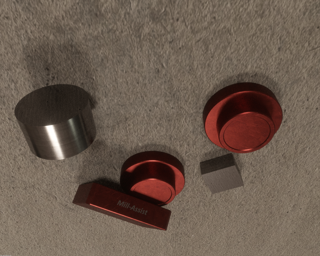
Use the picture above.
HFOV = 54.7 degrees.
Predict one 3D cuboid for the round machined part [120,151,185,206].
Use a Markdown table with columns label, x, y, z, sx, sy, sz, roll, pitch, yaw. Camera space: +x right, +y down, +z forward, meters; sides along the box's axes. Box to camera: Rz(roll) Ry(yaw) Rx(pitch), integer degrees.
| label | x | y | z | sx | sy | sz | roll | pitch | yaw |
| --- | --- | --- | --- | --- | --- | --- | --- | --- | --- |
| round machined part | -0.011 | 0.083 | 0.467 | 0.099 | 0.042 | 0.097 | -1 | 130 | 0 |

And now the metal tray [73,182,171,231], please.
| label | x | y | z | sx | sy | sz | roll | pitch | yaw |
| --- | --- | --- | --- | --- | --- | --- | --- | --- | --- |
| metal tray | -0.060 | 0.123 | 0.479 | 0.131 | 0.030 | 0.090 | 26 | 157 | -21 |

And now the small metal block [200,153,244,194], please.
| label | x | y | z | sx | sy | sz | roll | pitch | yaw |
| --- | --- | --- | --- | --- | --- | --- | --- | --- | --- |
| small metal block | 0.094 | 0.070 | 0.468 | 0.050 | 0.025 | 0.050 | -19 | 128 | 15 |

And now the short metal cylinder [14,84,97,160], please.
| label | x | y | z | sx | sy | sz | roll | pitch | yaw |
| --- | --- | --- | --- | --- | --- | --- | --- | --- | --- |
| short metal cylinder | -0.119 | -0.009 | 0.362 | 0.081 | 0.080 | 0.050 | -2 | 130 | 1 |

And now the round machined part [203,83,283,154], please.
| label | x | y | z | sx | sy | sz | roll | pitch | yaw |
| --- | --- | --- | --- | --- | --- | --- | --- | --- | --- |
| round machined part | 0.106 | -0.006 | 0.393 | 0.099 | 0.042 | 0.097 | -1 | 130 | 0 |
